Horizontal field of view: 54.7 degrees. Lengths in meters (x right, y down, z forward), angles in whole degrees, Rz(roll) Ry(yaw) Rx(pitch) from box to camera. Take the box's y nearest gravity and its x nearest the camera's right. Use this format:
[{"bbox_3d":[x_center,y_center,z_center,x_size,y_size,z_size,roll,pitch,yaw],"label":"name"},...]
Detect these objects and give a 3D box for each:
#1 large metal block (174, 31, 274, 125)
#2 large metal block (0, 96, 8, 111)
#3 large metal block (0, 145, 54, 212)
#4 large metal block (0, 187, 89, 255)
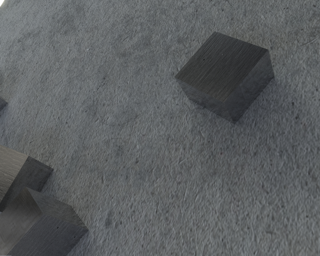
[{"bbox_3d":[0.080,-0.064,0.385,0.080,0.050,0.080,-49,52,-7],"label":"large metal block"},{"bbox_3d":[-0.360,-0.046,0.605,0.080,0.050,0.080,31,79,37],"label":"large metal block"},{"bbox_3d":[-0.220,0.077,0.456,0.080,0.050,0.080,13,68,33],"label":"large metal block"},{"bbox_3d":[-0.148,0.128,0.368,0.080,0.080,0.050,-49,51,-6],"label":"large metal block"}]
